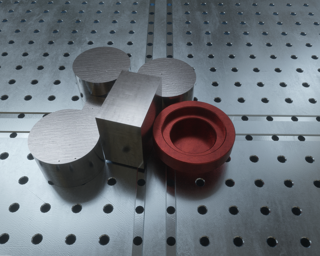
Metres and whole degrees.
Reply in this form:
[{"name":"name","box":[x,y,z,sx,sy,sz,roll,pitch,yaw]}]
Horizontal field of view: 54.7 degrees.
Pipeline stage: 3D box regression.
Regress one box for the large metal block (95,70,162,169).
[{"name":"large metal block","box":[-0.033,-0.010,0.376,0.050,0.080,0.080,12,51,10]}]

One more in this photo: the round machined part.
[{"name":"round machined part","box":[0.040,0.015,0.384,0.099,0.042,0.098,0,50,0]}]

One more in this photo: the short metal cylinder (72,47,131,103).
[{"name":"short metal cylinder","box":[-0.082,-0.074,0.453,0.080,0.050,0.080,0,50,0]}]

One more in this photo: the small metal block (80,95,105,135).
[{"name":"small metal block","box":[-0.079,-0.014,0.418,0.050,0.025,0.050,12,51,9]}]

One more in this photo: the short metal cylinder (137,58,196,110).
[{"name":"short metal cylinder","box":[0.009,-0.054,0.436,0.080,0.050,0.080,0,50,0]}]

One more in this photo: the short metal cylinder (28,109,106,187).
[{"name":"short metal cylinder","box":[-0.108,0.023,0.371,0.080,0.050,0.080,0,50,0]}]
